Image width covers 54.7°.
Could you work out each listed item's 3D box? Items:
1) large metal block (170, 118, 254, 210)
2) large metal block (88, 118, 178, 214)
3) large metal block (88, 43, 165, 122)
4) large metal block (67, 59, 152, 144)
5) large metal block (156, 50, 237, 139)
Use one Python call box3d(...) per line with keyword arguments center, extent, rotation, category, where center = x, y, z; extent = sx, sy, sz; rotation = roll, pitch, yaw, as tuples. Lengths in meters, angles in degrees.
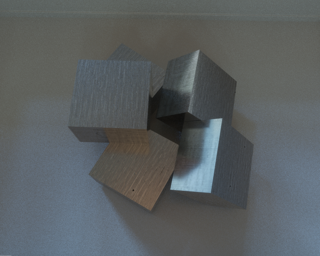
box3d(center=(0.063, 0.043, 0.357), extent=(0.050, 0.080, 0.080), rotation=(-5, 64, 40), category="large metal block")
box3d(center=(-0.025, 0.046, 0.374), extent=(0.080, 0.050, 0.080), rotation=(28, 72, 9), category="large metal block")
box3d(center=(-0.042, -0.052, 0.414), extent=(0.080, 0.050, 0.080), rotation=(34, 73, 11), category="large metal block")
box3d(center=(-0.051, -0.028, 0.350), extent=(0.081, 0.050, 0.080), rotation=(2, 69, 1), category="large metal block")
box3d(center=(0.048, -0.036, 0.386), extent=(0.080, 0.050, 0.080), rotation=(28, 64, -38), category="large metal block")
